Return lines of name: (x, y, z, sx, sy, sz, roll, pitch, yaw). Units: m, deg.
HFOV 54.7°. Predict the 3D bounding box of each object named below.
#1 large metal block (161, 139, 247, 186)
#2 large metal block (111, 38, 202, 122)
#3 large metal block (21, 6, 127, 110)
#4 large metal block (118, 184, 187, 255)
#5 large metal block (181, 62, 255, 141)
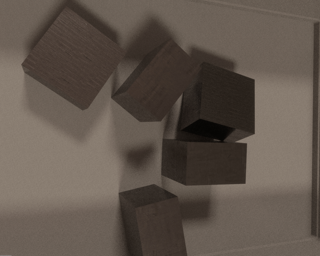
large metal block: (0.054, 0.042, 0.403, 0.081, 0.080, 0.050, 2, 90, -20)
large metal block: (-0.008, -0.054, 0.379, 0.050, 0.080, 0.080, 41, 77, -16)
large metal block: (-0.099, -0.077, 0.361, 0.080, 0.050, 0.080, 35, 79, -17)
large metal block: (-0.011, 0.120, 0.379, 0.050, 0.080, 0.079, -10, 94, -20)
large metal block: (0.078, -0.032, 0.416, 0.081, 0.050, 0.080, 15, 68, -20)
